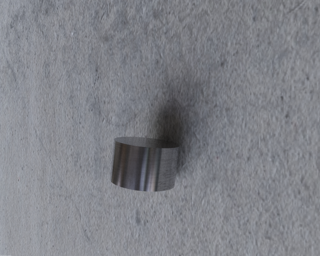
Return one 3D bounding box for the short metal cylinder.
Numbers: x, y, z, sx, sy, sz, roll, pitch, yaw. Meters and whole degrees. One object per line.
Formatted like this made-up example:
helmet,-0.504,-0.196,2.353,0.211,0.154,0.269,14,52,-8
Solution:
short metal cylinder,-0.019,0.042,0.383,0.080,0.081,0.050,11,97,39
